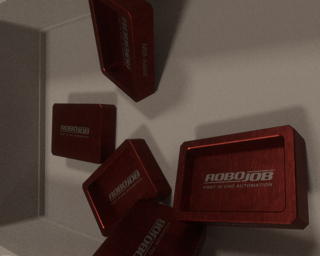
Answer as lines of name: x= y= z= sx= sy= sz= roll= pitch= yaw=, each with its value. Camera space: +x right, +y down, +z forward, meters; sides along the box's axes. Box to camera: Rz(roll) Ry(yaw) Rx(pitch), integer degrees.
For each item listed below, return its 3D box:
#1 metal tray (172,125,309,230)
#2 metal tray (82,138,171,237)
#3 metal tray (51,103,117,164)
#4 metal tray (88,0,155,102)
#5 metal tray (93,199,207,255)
metal tray: x=0.077 y=0.052 z=0.317 sx=0.130 sy=0.030 sz=0.090 roll=-12 pitch=59 yaw=39
metal tray: x=-0.053 y=0.086 z=0.444 sx=0.129 sy=0.030 sz=0.090 roll=-44 pitch=64 yaw=30
metal tray: x=-0.128 y=0.006 z=0.506 sx=0.130 sy=0.030 sz=0.089 roll=4 pitch=93 yaw=39
metal tray: x=-0.047 y=-0.107 z=0.394 sx=0.090 sy=0.030 sz=0.129 roll=41 pitch=150 yaw=31
metal tray: x=-0.011 y=0.134 z=0.329 sx=0.090 sy=0.131 sz=0.030 roll=12 pitch=116 yaw=20
